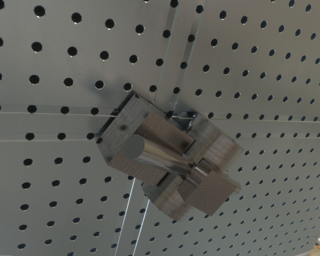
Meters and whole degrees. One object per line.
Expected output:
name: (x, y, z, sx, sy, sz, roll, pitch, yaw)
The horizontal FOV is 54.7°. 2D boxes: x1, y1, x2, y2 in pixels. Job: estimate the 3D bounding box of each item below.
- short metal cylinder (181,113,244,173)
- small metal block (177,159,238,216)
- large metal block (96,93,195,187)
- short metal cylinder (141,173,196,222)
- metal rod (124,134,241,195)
short metal cylinder: (0.067, 0.023, 0.423, 0.080, 0.080, 0.050, 31, 101, -38)
small metal block: (0.058, 0.075, 0.383, 0.050, 0.025, 0.050, 35, 99, -30)
large metal block: (-0.018, 0.017, 0.388, 0.080, 0.050, 0.080, 33, 100, -39)
short metal cylinder: (0.021, 0.084, 0.434, 0.080, 0.080, 0.050, 34, 99, -39)
metal rod: (0.052, 0.062, 0.423, 0.025, 0.025, 0.301, -50, 144, 7)
